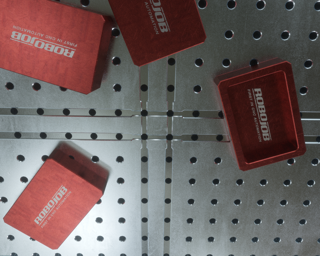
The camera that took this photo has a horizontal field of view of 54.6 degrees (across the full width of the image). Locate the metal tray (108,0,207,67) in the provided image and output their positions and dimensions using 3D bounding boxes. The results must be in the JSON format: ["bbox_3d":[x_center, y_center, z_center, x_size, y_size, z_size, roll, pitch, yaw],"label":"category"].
[{"bbox_3d":[-0.010,-0.148,0.356,0.090,0.030,0.129,-20,109,7],"label":"metal tray"}]

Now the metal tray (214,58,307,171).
[{"bbox_3d":[0.131,-0.015,0.405,0.090,0.030,0.129,-17,109,6],"label":"metal tray"}]

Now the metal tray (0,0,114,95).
[{"bbox_3d":[-0.128,-0.101,0.360,0.130,0.030,0.089,17,110,4],"label":"metal tray"}]

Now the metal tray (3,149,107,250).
[{"bbox_3d":[-0.151,0.106,0.448,0.090,0.030,0.130,36,106,-13],"label":"metal tray"}]
